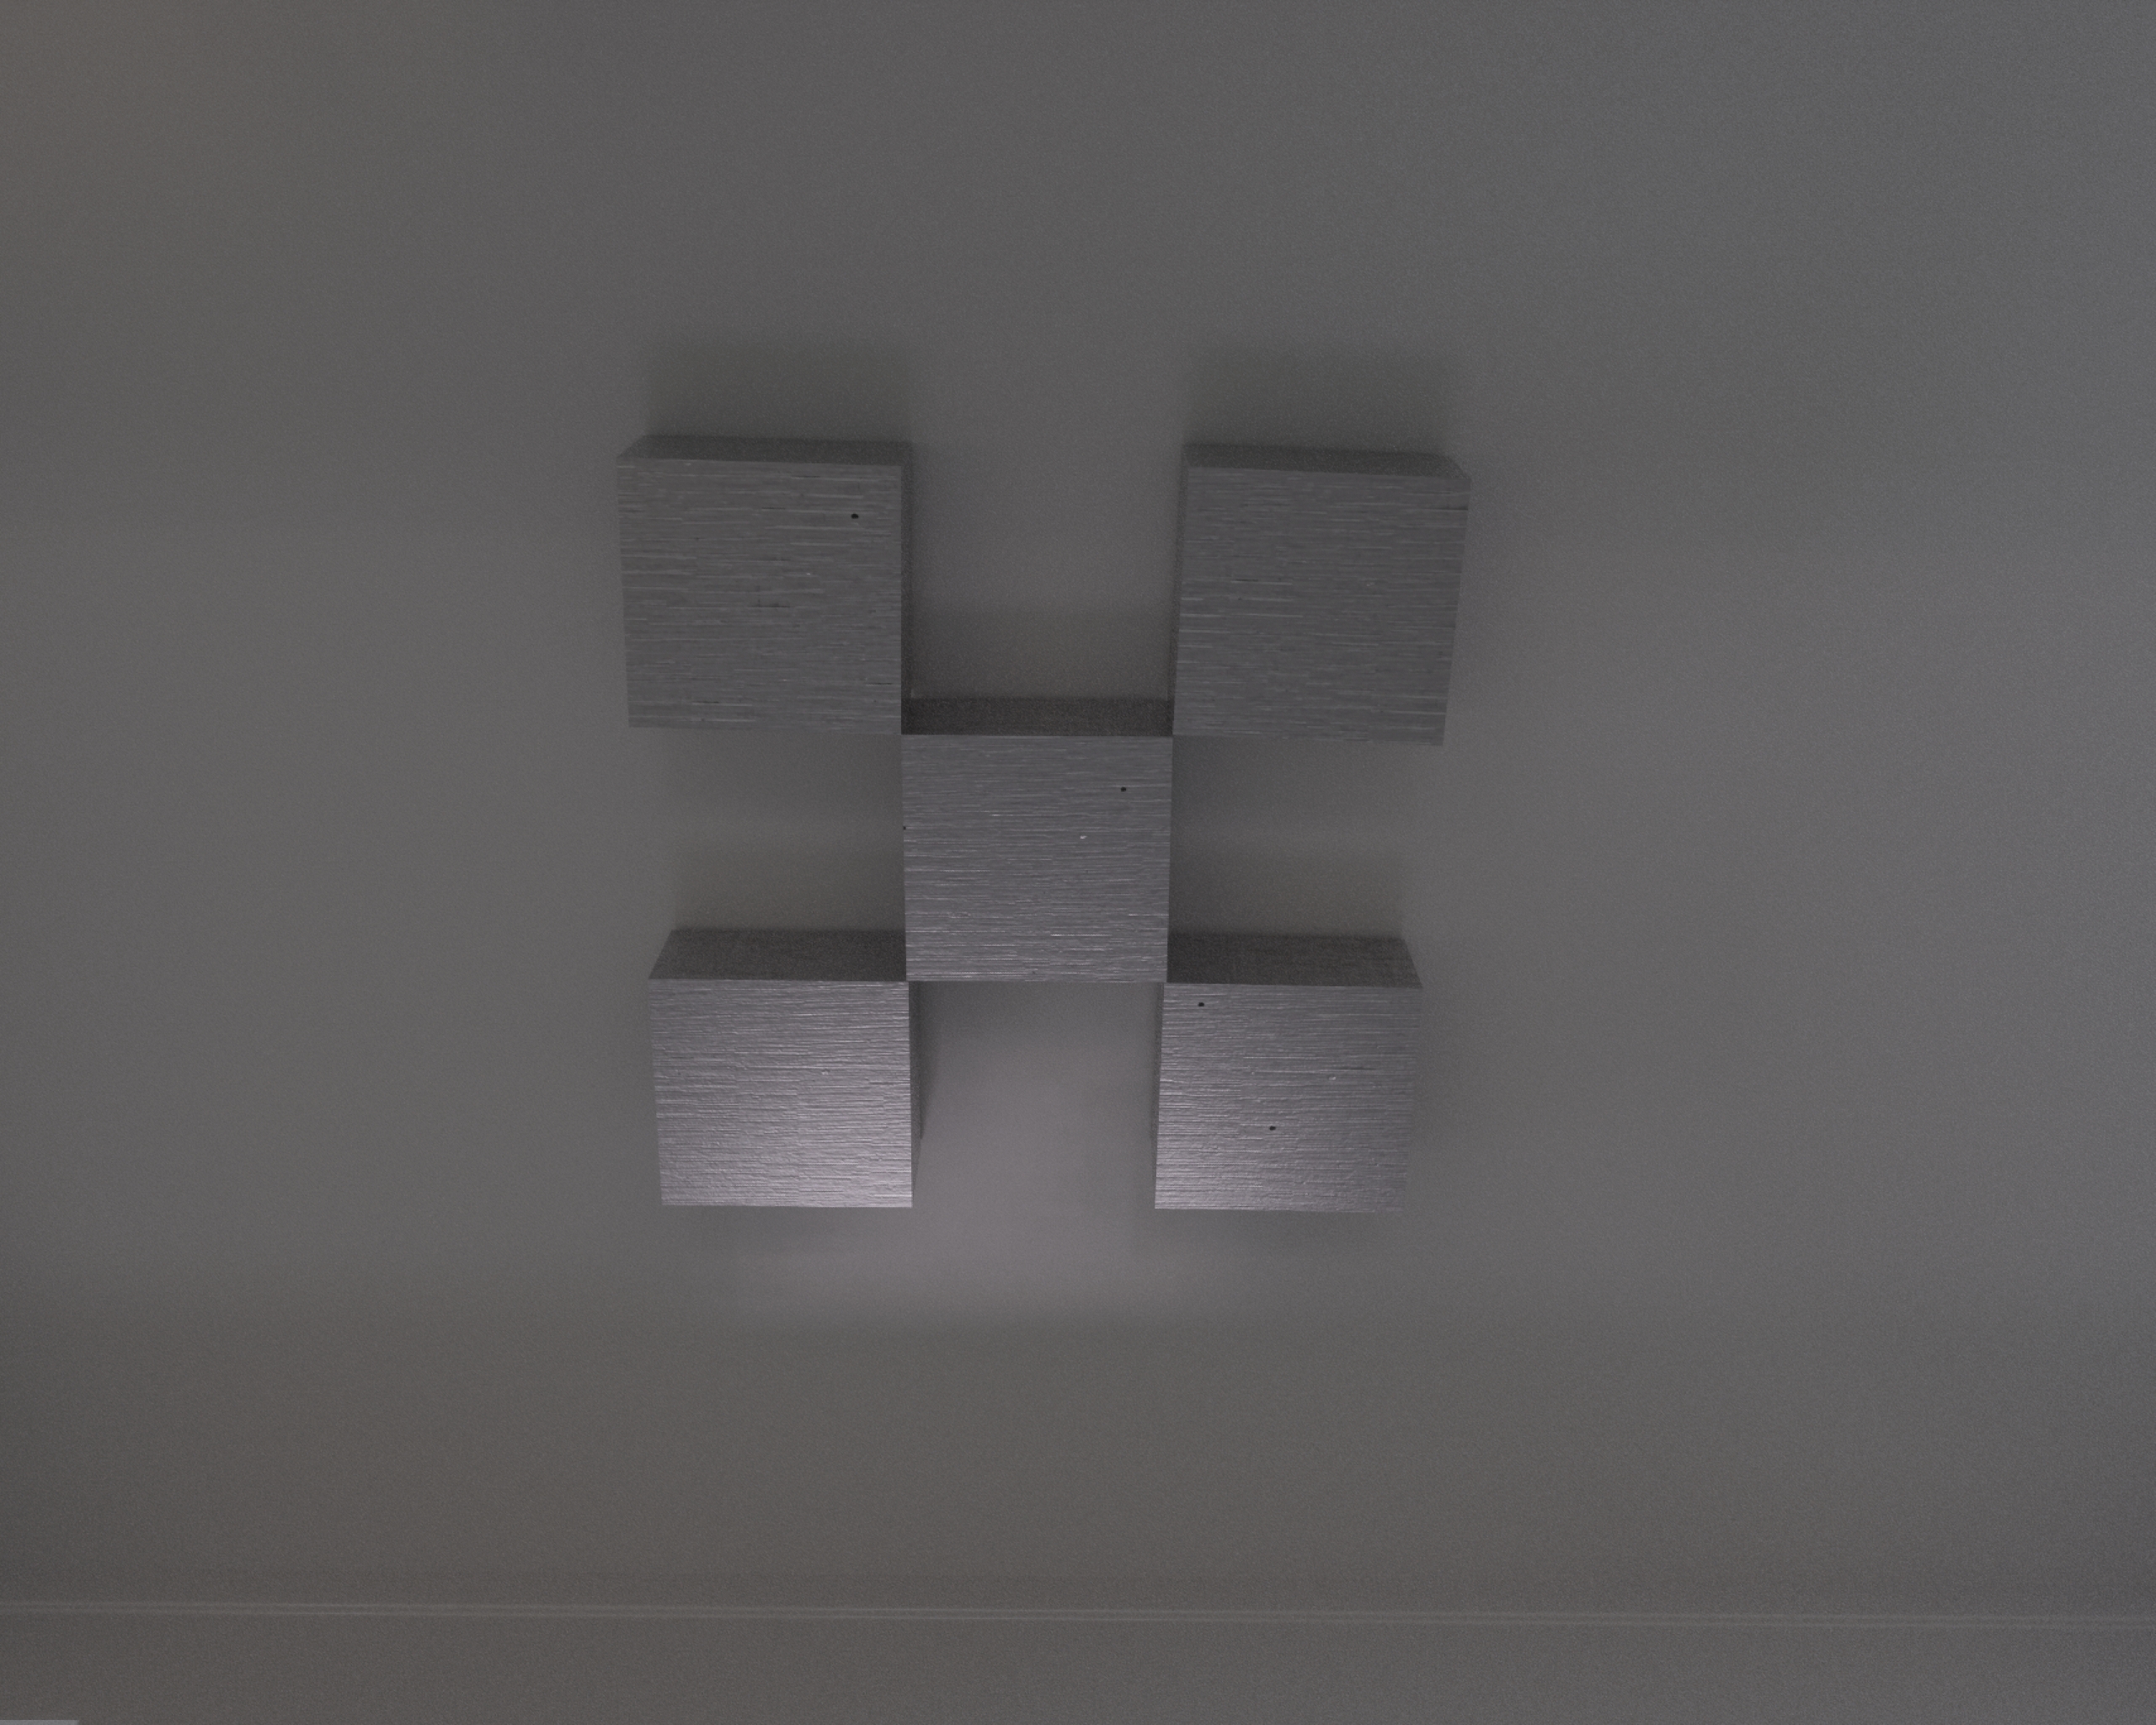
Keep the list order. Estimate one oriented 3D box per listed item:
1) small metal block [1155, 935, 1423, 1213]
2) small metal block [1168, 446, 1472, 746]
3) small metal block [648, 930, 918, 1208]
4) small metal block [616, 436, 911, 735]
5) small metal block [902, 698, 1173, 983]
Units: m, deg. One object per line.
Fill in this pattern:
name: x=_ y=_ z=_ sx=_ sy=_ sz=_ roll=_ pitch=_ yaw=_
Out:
small metal block: x=0.041 y=0.043 z=0.425 sx=0.050 sy=0.025 sz=0.050 roll=1 pitch=110 yaw=-1
small metal block: x=0.044 y=-0.050 z=0.390 sx=0.050 sy=0.025 sz=0.050 roll=2 pitch=110 yaw=-1
small metal block: x=-0.058 y=0.042 z=0.424 sx=0.050 sy=0.025 sz=0.050 roll=1 pitch=110 yaw=-1
small metal block: x=-0.057 y=-0.052 z=0.389 sx=0.050 sy=0.025 sz=0.050 roll=1 pitch=110 yaw=-1
small metal block: x=-0.008 y=-0.005 z=0.407 sx=0.050 sy=0.025 sz=0.050 roll=0 pitch=110 yaw=-1
